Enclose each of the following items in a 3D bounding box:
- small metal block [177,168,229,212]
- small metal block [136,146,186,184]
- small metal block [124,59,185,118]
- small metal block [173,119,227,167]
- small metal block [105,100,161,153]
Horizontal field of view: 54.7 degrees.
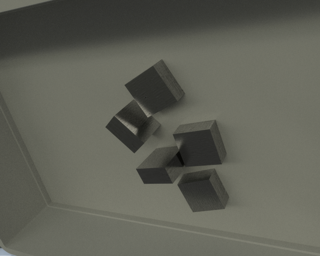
[{"bbox_3d":[0.060,0.087,0.430,0.050,0.025,0.050,-17,110,34],"label":"small metal block"},{"bbox_3d":[0.005,0.049,0.415,0.050,0.050,0.025,-10,114,41],"label":"small metal block"},{"bbox_3d":[-0.006,-0.048,0.381,0.050,0.025,0.050,-27,104,37],"label":"small metal block"},{"bbox_3d":[0.051,0.020,0.393,0.050,0.025,0.050,-9,114,31],"label":"small metal block"},{"bbox_3d":[-0.034,-0.003,0.407,0.050,0.050,0.025,43,129,-2],"label":"small metal block"}]
